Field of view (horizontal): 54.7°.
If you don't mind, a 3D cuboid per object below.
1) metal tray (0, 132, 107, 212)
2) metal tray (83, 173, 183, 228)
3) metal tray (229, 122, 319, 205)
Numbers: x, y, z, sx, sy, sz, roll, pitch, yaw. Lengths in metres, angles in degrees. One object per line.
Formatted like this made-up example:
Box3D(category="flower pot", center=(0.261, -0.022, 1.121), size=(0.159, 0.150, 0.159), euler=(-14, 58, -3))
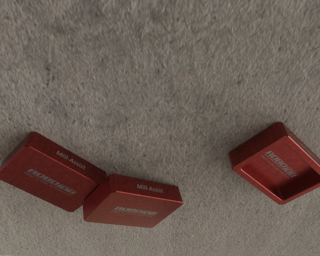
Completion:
Box3D(category="metal tray", center=(-0.158, 0.070, 0.461), size=(0.130, 0.030, 0.090), euler=(36, 121, -27))
Box3D(category="metal tray", center=(-0.041, 0.118, 0.482), size=(0.131, 0.030, 0.090), euler=(19, 129, -35))
Box3D(category="metal tray", center=(0.177, 0.057, 0.455), size=(0.130, 0.030, 0.090), euler=(36, 121, -27))
